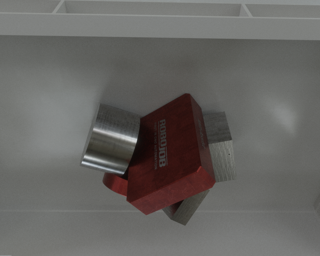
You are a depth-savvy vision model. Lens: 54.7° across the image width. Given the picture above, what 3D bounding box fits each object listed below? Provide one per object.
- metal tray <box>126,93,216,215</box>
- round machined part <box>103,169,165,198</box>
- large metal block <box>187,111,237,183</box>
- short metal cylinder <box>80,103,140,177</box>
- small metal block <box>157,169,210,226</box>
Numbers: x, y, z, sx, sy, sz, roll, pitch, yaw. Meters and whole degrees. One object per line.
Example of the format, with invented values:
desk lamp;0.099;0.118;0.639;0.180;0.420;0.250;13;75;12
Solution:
metal tray;0.009;0.025;0.359;0.090;0.130;0.030;-28;126;21
round machined part;-0.025;0.065;0.427;0.099;0.098;0.042;16;93;-14
large metal block;0.054;0.031;0.408;0.080;0.050;0.080;-11;134;9
short metal cylinder;-0.062;0.015;0.382;0.050;0.080;0.079;18;128;-15
small metal block;0.023;0.078;0.368;0.025;0.050;0.050;35;90;-34
